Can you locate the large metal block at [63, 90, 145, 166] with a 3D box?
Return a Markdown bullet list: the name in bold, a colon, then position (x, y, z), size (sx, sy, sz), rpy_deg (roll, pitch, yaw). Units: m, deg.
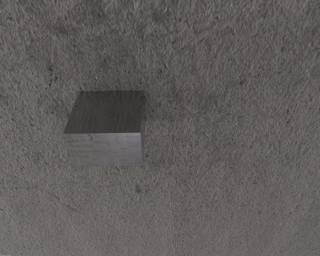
- **large metal block**: position (-0.060, -0.001, 0.369), size (0.080, 0.080, 0.050), rpy_deg (-1, 130, 0)
